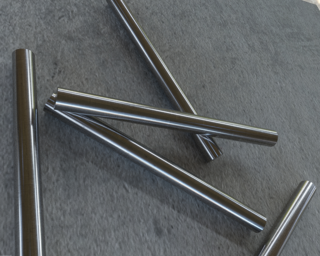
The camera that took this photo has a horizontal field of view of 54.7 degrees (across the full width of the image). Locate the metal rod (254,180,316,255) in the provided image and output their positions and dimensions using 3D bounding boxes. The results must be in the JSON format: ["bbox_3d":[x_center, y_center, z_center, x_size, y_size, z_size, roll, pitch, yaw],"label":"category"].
[{"bbox_3d":[0.129,0.159,0.378,0.025,0.025,0.302,50,51,6],"label":"metal rod"}]

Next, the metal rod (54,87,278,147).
[{"bbox_3d":[0.026,-0.008,0.390,0.302,0.025,0.025,10,58,-23],"label":"metal rod"}]

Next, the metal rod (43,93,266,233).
[{"bbox_3d":[0.001,0.047,0.377,0.301,0.025,0.025,31,52,-9],"label":"metal rod"}]

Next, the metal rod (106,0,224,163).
[{"bbox_3d":[0.001,-0.083,0.456,0.025,0.025,0.299,-21,73,-36],"label":"metal rod"}]

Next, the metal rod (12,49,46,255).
[{"bbox_3d":[-0.131,0.046,0.306,0.025,0.025,0.299,1,61,-28],"label":"metal rod"}]
